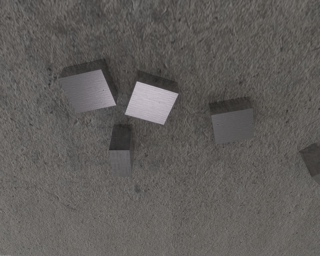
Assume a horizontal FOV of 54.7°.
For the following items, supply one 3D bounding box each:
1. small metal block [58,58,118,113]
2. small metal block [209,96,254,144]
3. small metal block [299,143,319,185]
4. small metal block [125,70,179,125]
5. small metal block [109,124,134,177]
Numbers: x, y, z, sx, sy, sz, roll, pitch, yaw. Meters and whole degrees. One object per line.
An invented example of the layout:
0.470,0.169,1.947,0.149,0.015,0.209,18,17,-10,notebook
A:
-0.082,-0.049,0.365,0.050,0.025,0.050,-11,130,9,small metal block
0.093,-0.009,0.400,0.050,0.025,0.050,-10,130,8,small metal block
0.231,0.057,0.442,0.025,0.050,0.050,-37,121,27,small metal block
-0.011,-0.036,0.376,0.050,0.025,0.050,15,129,-13,small metal block
-0.050,0.030,0.416,0.025,0.050,0.050,0,130,0,small metal block
